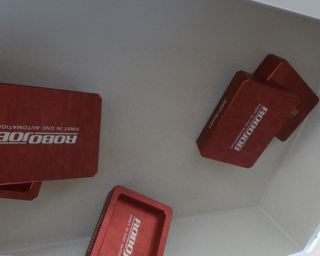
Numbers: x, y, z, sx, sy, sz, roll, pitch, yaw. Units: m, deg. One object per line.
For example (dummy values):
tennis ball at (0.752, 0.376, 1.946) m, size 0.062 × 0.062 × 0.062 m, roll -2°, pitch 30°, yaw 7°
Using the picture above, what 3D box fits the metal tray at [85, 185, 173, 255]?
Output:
metal tray at (-0.041, 0.151, 0.399) m, size 0.090 × 0.130 × 0.030 m, roll 26°, pitch 142°, yaw -13°

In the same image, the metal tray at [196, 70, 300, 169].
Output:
metal tray at (0.120, -0.007, 0.439) m, size 0.091 × 0.030 × 0.129 m, roll 16°, pitch 120°, yaw -19°

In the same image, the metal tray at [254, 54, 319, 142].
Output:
metal tray at (0.182, -0.042, 0.478) m, size 0.131 × 0.030 × 0.090 m, roll 29°, pitch 102°, yaw -38°

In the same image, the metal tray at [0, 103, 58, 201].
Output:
metal tray at (-0.177, 0.018, 0.304) m, size 0.131 × 0.030 × 0.090 m, roll 17°, pitch 94°, yaw -35°

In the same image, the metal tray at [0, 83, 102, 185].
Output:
metal tray at (-0.123, 0.005, 0.303) m, size 0.131 × 0.030 × 0.089 m, roll 2°, pitch 92°, yaw -42°
